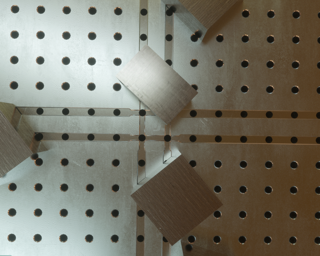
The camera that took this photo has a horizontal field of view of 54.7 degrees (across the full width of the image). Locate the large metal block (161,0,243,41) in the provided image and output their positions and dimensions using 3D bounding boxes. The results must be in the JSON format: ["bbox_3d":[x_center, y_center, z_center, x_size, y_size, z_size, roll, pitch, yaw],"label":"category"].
[{"bbox_3d":[0.058,-0.176,0.402,0.080,0.050,0.080,-45,91,0],"label":"large metal block"}]

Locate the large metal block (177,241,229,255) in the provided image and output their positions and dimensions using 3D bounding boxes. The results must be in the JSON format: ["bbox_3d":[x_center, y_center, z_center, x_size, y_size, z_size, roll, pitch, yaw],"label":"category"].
[{"bbox_3d":[0.055,0.206,0.402,0.080,0.050,0.080,17,90,-1],"label":"large metal block"}]

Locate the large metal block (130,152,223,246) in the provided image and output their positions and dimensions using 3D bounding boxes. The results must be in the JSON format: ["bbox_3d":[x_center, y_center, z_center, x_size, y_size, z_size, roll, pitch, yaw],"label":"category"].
[{"bbox_3d":[0.020,0.088,0.401,0.080,0.050,0.080,-39,91,0],"label":"large metal block"}]

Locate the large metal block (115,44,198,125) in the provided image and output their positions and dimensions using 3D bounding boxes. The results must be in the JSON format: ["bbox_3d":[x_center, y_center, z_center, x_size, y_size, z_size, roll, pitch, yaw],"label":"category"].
[{"bbox_3d":[-0.004,-0.049,0.386,0.080,0.080,0.050,43,90,-1],"label":"large metal block"}]

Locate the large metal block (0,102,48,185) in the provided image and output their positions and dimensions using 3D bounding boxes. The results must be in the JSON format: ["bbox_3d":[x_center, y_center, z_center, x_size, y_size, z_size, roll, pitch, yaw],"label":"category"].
[{"bbox_3d":[-0.209,0.023,0.398,0.080,0.050,0.080,-37,90,0],"label":"large metal block"}]
